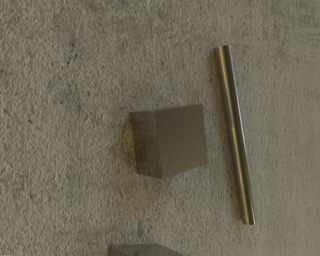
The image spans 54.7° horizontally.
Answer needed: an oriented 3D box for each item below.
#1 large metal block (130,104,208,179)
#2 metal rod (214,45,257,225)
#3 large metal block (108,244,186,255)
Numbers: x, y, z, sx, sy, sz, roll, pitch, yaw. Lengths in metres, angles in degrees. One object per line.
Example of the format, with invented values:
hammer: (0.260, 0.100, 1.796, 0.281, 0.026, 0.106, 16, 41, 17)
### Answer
large metal block: (0.013, 0.014, 0.399, 0.081, 0.050, 0.079, -11, 97, -39)
metal rod: (0.126, 0.017, 0.509, 0.025, 0.025, 0.298, -19, 102, -38)
large metal block: (-0.021, 0.188, 0.371, 0.081, 0.050, 0.080, 17, 79, -39)
